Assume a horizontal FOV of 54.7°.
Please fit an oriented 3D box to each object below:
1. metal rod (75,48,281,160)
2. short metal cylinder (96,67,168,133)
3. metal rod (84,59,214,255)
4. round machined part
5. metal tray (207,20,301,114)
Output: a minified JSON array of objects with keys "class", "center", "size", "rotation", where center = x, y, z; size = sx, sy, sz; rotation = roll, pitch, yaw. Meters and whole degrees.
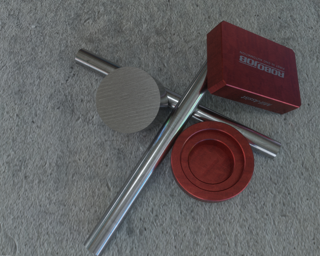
[{"class":"metal rod","center":[0.018,-0.037,0.424],"size":[0.301,0.025,0.025],"rotation":[27,72,9]},{"class":"short metal cylinder","center":[-0.034,-0.034,0.394],"size":[0.080,0.050,0.080],"rotation":[0,90,11]},{"class":"metal rod","center":[0.004,0.018,0.384],"size":[0.025,0.025,0.300],"rotation":[32,79,11]},{"class":"round machined part","center":[0.062,0.044,0.385],"size":[0.099,0.042,0.098],"rotation":[0,70,0]},{"class":"metal tray","center":[0.124,-0.076,0.405],"size":[0.131,0.030,0.090],"rotation":[12,68,-26]}]
